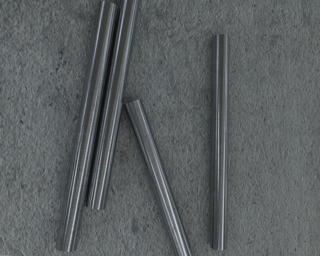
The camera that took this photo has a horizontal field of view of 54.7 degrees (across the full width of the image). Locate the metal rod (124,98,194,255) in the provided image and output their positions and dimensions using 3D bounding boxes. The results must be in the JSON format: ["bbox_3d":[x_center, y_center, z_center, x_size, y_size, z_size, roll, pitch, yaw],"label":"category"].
[{"bbox_3d":[0.011,0.107,0.413,0.025,0.025,0.298,-21,97,-19],"label":"metal rod"}]

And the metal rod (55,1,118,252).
[{"bbox_3d":[-0.088,-0.005,0.376,0.025,0.025,0.298,10,87,-20],"label":"metal rod"}]

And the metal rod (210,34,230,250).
[{"bbox_3d":[0.085,0.019,0.439,0.025,0.025,0.298,1,90,-20],"label":"metal rod"}]

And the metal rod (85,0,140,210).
[{"bbox_3d":[-0.055,-0.050,0.388,0.025,0.025,0.298,10,87,-20],"label":"metal rod"}]
